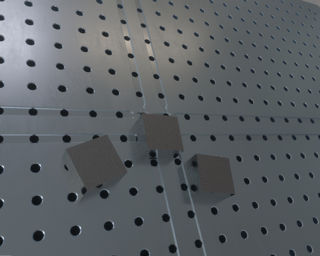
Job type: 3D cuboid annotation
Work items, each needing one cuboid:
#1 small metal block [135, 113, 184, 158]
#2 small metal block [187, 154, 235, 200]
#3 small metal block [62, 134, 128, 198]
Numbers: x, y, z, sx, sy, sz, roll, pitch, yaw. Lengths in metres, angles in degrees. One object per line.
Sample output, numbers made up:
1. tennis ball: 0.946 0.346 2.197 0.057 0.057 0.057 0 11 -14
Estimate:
1. small metal block: -0.001 0.011 0.401 0.050 0.025 0.050 5 60 -26
2. small metal block: 0.066 0.064 0.404 0.050 0.025 0.050 10 58 -23
3. small metal block: -0.072 0.041 0.344 0.050 0.025 0.050 -21 73 -36
